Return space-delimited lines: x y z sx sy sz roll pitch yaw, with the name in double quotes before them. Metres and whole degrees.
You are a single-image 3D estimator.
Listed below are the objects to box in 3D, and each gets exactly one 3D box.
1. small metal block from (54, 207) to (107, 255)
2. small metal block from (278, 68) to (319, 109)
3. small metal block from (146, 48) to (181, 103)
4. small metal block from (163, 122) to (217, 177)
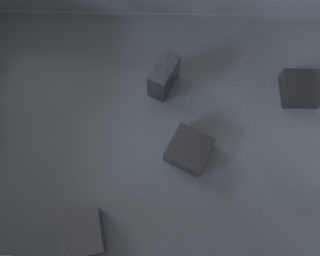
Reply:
"small metal block" -0.092 0.124 0.363 0.050 0.025 0.050 -11 71 -5
"small metal block" 0.197 -0.055 0.432 0.050 0.025 0.050 1 70 0
"small metal block" 0.005 -0.070 0.422 0.025 0.050 0.050 25 72 8
"small metal block" 0.038 0.028 0.400 0.050 0.025 0.050 26 72 9
